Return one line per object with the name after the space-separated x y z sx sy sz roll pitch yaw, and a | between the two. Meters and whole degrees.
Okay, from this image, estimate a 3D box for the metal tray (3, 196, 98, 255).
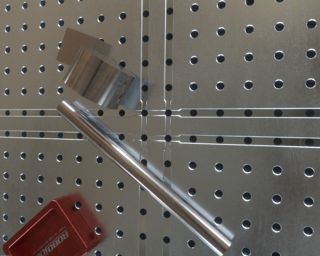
-0.167 0.177 0.466 0.130 0.030 0.090 -42 77 15 | metal tray

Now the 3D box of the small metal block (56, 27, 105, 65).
-0.117 -0.113 0.452 0.050 0.025 0.050 24 98 18 | small metal block

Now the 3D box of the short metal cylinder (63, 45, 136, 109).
-0.079 -0.067 0.410 0.080 0.080 0.050 35 101 16 | short metal cylinder

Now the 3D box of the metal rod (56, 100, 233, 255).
-0.031 0.059 0.422 0.300 0.025 0.025 39 102 15 | metal rod
